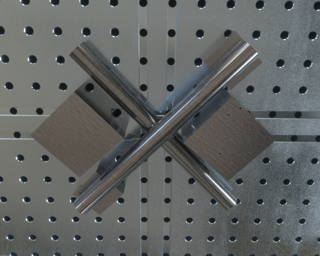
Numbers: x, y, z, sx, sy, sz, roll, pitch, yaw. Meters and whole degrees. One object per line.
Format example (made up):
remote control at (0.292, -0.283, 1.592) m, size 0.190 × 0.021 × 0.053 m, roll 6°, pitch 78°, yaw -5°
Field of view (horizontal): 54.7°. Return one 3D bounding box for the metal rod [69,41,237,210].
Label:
metal rod at (0.001, 0.007, 0.415) m, size 0.025 × 0.025 × 0.300 m, roll -41°, pitch 105°, yaw 13°

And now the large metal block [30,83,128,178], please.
large metal block at (-0.101, 0.002, 0.400) m, size 0.080 × 0.050 × 0.080 m, roll -41°, pitch 105°, yaw 13°

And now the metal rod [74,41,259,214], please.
metal rod at (-0.002, 0.009, 0.389) m, size 0.299 × 0.025 × 0.025 m, roll -43°, pitch 105°, yaw 14°

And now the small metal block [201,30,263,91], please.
small metal block at (0.088, -0.084, 0.384) m, size 0.050 × 0.025 × 0.050 m, roll -42°, pitch 105°, yaw 14°

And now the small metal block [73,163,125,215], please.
small metal block at (-0.087, 0.088, 0.445) m, size 0.050 × 0.025 × 0.050 m, roll 43°, pitch 104°, yaw -14°

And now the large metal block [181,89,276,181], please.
large metal block at (0.086, 0.008, 0.404) m, size 0.080 × 0.050 × 0.080 m, roll 41°, pitch 105°, yaw -14°
